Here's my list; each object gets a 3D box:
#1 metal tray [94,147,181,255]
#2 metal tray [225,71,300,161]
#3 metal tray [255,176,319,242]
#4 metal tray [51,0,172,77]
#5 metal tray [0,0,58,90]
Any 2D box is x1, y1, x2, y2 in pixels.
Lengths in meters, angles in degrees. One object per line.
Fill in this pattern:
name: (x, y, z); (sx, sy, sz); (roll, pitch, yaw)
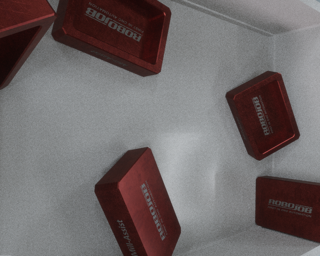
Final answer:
metal tray: (-0.020, 0.099, 0.364); (0.090, 0.030, 0.129); (-49, 123, -60)
metal tray: (0.177, -0.020, 0.528); (0.090, 0.030, 0.129); (-29, 111, -6)
metal tray: (0.231, 0.136, 0.536); (0.030, 0.130, 0.089); (2, 89, -40)
metal tray: (-0.050, -0.123, 0.362); (0.131, 0.030, 0.090); (17, 80, -39)
metal tray: (-0.138, -0.047, 0.213); (0.091, 0.130, 0.030); (-41, 102, -42)
